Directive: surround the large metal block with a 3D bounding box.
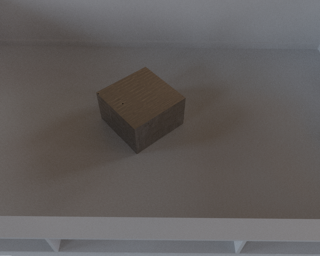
[{"bbox_3d":[-0.025,-0.026,0.410,0.080,0.050,0.080,-33,58,-25],"label":"large metal block"}]
